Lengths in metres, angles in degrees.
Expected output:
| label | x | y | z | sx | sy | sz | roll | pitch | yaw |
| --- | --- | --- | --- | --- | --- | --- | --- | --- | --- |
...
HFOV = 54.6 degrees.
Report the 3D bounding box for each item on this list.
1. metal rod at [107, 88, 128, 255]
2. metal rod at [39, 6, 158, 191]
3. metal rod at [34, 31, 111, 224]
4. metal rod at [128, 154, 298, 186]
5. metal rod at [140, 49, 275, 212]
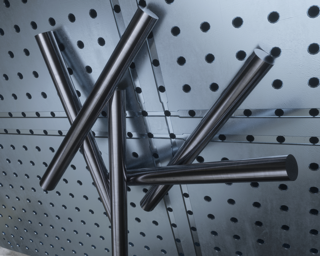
| label | x | y | z | sx | sy | sz | roll | pitch | yaw |
| --- | --- | --- | --- | --- | --- | --- | --- | --- | --- |
| metal rod | -0.061 | 0.092 | 0.452 | 0.025 | 0.025 | 0.298 | 8 | 107 | 24 |
| metal rod | -0.092 | -0.020 | 0.408 | 0.025 | 0.025 | 0.299 | 38 | 117 | 2 |
| metal rod | -0.111 | 0.010 | 0.455 | 0.025 | 0.025 | 0.299 | -8 | 108 | 32 |
| metal rod | 0.023 | 0.060 | 0.397 | 0.299 | 0.025 | 0.025 | -13 | 112 | 46 |
| metal rod | 0.042 | 0.026 | 0.405 | 0.025 | 0.025 | 0.298 | 36 | 129 | 4 |
